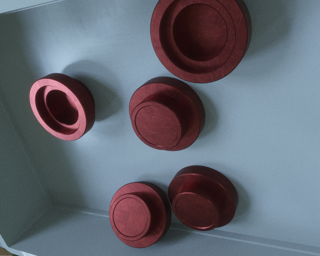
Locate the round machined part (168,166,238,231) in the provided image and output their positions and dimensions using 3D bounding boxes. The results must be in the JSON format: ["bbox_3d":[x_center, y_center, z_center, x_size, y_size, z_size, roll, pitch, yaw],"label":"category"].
[{"bbox_3d":[0.056,0.104,0.433,0.098,0.042,0.097,13,124,21],"label":"round machined part"}]

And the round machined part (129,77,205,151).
[{"bbox_3d":[0.004,-0.011,0.389,0.098,0.042,0.097,13,124,21],"label":"round machined part"}]

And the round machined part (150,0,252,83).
[{"bbox_3d":[0.043,-0.098,0.314,0.098,0.042,0.097,13,124,21],"label":"round machined part"}]

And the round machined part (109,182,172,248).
[{"bbox_3d":[-0.036,0.131,0.468,0.098,0.042,0.097,-2,84,23],"label":"round machined part"}]

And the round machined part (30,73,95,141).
[{"bbox_3d":[-0.135,-0.034,0.448,0.098,0.042,0.097,13,124,21],"label":"round machined part"}]
